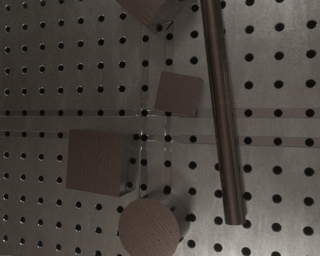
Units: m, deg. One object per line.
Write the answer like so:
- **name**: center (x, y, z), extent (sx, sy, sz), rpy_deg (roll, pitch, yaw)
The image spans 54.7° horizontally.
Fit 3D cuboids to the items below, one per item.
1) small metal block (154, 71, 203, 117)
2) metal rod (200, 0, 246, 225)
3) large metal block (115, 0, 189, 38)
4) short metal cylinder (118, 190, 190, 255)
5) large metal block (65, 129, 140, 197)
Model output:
- **small metal block**: center (0.024, -0.044, 0.403), extent (0.050, 0.025, 0.050), rpy_deg (13, 94, 19)
- **metal rod**: center (0.077, -0.033, 0.385), extent (0.025, 0.025, 0.298), rpy_deg (-7, 88, 19)
- **large metal block**: center (-0.011, -0.180, 0.403), extent (0.080, 0.050, 0.080), rpy_deg (45, 104, 14)
- **short metal cylinder**: center (-0.006, 0.125, 0.401), extent (0.080, 0.050, 0.079), rpy_deg (0, 90, 19)
- **large metal block**: center (-0.078, 0.044, 0.426), extent (0.080, 0.050, 0.079), rpy_deg (5, 92, 19)
